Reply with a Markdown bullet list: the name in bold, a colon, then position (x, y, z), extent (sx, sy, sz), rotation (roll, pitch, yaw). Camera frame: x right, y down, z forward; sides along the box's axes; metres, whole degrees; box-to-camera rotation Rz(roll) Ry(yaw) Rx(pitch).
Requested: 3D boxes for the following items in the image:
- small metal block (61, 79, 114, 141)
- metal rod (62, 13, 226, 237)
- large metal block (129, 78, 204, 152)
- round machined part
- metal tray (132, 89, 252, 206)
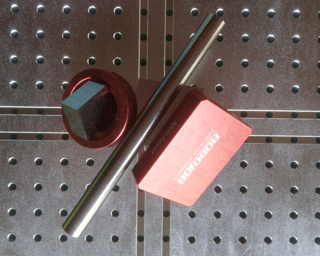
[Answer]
- **small metal block**: position (-0.085, -0.022, 0.372), extent (0.025, 0.050, 0.050), rotation (22, 51, 25)
- **metal rod**: position (-0.018, -0.004, 0.363), extent (0.025, 0.025, 0.299), rotation (35, 90, -1)
- **large metal block**: position (0.008, -0.015, 0.401), extent (0.081, 0.050, 0.080), rotation (9, 90, -1)
- **round machined part**: position (-0.072, -0.024, 0.391), extent (0.098, 0.042, 0.097), rotation (1, 93, 25)
- **metal tray**: position (0.038, 0.029, 0.378), extent (0.090, 0.030, 0.129), rotation (28, 105, -32)
